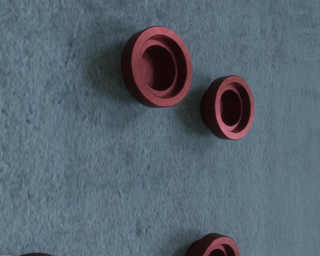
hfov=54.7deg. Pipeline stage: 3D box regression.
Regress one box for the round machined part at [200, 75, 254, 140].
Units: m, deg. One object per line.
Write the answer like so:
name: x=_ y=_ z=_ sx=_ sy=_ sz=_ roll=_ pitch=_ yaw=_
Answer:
round machined part: x=0.100 y=-0.031 z=0.481 sx=0.099 sy=0.042 sz=0.097 roll=0 pitch=90 yaw=-40

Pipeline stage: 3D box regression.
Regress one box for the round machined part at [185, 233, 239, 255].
round machined part: x=0.072 y=0.204 z=0.457 sx=0.099 sy=0.042 sz=0.097 roll=0 pitch=90 yaw=-40

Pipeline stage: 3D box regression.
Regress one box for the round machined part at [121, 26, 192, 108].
round machined part: x=-0.008 y=-0.074 z=0.388 sx=0.099 sy=0.042 sz=0.097 roll=0 pitch=90 yaw=-40

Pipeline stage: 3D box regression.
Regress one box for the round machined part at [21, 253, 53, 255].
round machined part: x=-0.122 y=0.175 z=0.293 sx=0.099 sy=0.042 sz=0.097 roll=0 pitch=90 yaw=-40
